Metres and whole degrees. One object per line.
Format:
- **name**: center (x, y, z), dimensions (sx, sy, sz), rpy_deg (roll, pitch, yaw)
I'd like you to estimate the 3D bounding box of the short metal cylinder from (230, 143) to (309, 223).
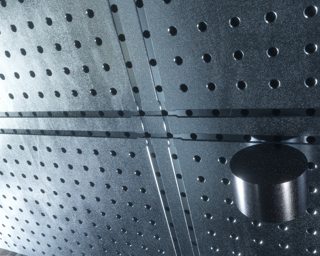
- **short metal cylinder**: center (0.122, 0.059, 0.347), dimensions (0.080, 0.080, 0.050), rpy_deg (0, 118, 28)
